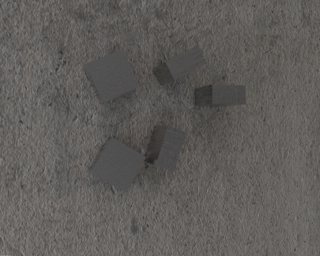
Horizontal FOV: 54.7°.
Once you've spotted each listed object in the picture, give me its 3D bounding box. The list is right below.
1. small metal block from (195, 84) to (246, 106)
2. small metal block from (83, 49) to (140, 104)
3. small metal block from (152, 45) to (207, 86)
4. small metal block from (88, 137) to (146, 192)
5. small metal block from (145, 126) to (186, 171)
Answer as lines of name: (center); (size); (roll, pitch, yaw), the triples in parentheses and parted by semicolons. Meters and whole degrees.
small metal block: (0.082, -0.044, 0.426); (0.050, 0.050, 0.025); (-1, 91, -20)
small metal block: (-0.061, -0.063, 0.386); (0.050, 0.025, 0.050); (-27, 99, -18)
small metal block: (0.024, -0.081, 0.404); (0.050, 0.050, 0.025); (-31, 101, -17)
small metal block: (-0.054, 0.045, 0.389); (0.050, 0.025, 0.050); (33, 79, -17)
small metal block: (0.005, 0.025, 0.397); (0.025, 0.050, 0.050); (20, 83, -19)
